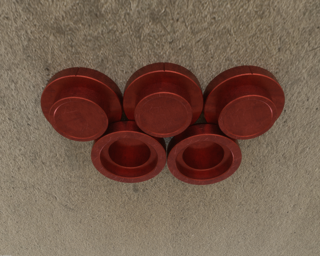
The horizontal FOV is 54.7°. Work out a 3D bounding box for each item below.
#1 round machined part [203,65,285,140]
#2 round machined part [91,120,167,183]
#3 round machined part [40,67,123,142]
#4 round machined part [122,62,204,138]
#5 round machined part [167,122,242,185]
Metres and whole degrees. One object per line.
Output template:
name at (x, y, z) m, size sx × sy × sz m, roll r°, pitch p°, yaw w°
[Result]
round machined part at (0.103, -0.024, 0.379) m, size 0.099 × 0.042 × 0.097 m, roll -1°, pitch 130°, yaw 0°
round machined part at (-0.041, 0.027, 0.420) m, size 0.099 × 0.042 × 0.097 m, roll -1°, pitch 130°, yaw 0°
round machined part at (-0.095, -0.022, 0.378) m, size 0.099 × 0.042 × 0.097 m, roll -1°, pitch 130°, yaw 0°
round machined part at (0.004, -0.027, 0.375) m, size 0.099 × 0.042 × 0.097 m, roll -1°, pitch 130°, yaw 0°
round machined part at (0.058, 0.031, 0.425) m, size 0.099 × 0.042 × 0.097 m, roll -1°, pitch 130°, yaw 0°
